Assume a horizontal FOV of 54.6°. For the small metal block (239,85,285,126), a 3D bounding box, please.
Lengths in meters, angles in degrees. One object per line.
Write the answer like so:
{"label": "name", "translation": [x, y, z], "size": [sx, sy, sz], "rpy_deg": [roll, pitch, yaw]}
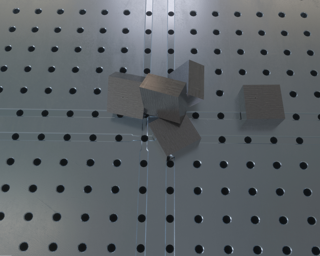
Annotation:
{"label": "small metal block", "translation": [0.138, -0.031, 0.424], "size": [0.050, 0.025, 0.050], "rpy_deg": [-1, 70, 0]}

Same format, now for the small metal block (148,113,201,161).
{"label": "small metal block", "translation": [0.019, 0.008, 0.409], "size": [0.050, 0.025, 0.050], "rpy_deg": [-27, 73, -10]}

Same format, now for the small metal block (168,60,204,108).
{"label": "small metal block", "translation": [0.033, -0.055, 0.416], "size": [0.025, 0.050, 0.050], "rpy_deg": [15, 67, -29]}

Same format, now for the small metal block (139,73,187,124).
{"label": "small metal block", "translation": [0.006, -0.037, 0.387], "size": [0.050, 0.050, 0.025], "rpy_deg": [17, 57, 19]}

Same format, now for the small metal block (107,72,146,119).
{"label": "small metal block", "translation": [-0.041, -0.043, 0.411], "size": [0.050, 0.050, 0.025], "rpy_deg": [12, 25, 10]}
